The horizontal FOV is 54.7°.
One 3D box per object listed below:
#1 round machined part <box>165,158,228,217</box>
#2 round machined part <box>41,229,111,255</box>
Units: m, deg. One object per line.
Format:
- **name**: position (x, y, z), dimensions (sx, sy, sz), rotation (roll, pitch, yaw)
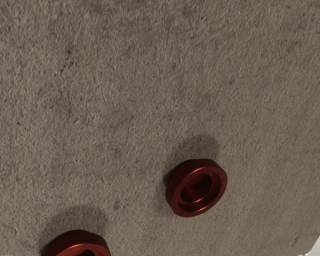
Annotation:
- **round machined part**: position (0.052, 0.087, 0.480), dimensions (0.099, 0.042, 0.097), rotation (-14, 125, -21)
- **round machined part**: position (-0.124, 0.186, 0.445), dimensions (0.099, 0.042, 0.097), rotation (-14, 125, -21)
